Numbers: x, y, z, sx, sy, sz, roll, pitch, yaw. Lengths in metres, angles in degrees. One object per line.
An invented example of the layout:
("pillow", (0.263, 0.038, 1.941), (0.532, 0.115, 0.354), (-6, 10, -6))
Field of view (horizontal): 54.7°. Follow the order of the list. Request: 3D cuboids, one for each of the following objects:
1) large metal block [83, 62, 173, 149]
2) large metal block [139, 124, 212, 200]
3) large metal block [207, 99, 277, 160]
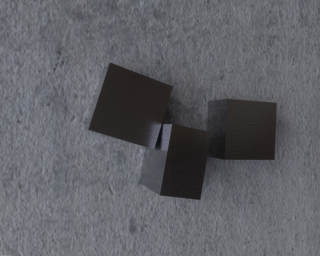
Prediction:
("large metal block", (-0.040, -0.024, 0.382), (0.081, 0.050, 0.080), (18, 84, -20))
("large metal block", (0.016, 0.039, 0.387), (0.050, 0.080, 0.080), (11, 86, -20))
("large metal block", (0.115, 0.003, 0.440), (0.081, 0.050, 0.079), (3, 89, -20))
